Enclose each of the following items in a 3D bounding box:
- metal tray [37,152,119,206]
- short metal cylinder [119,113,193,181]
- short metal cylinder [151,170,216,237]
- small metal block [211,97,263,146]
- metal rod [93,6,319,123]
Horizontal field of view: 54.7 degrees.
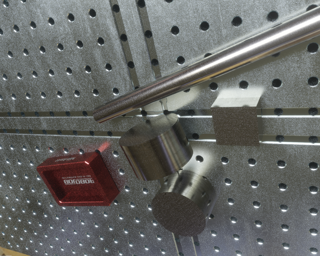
[{"bbox_3d":[-0.144,0.092,0.541,0.130,0.030,0.090,-10,114,32],"label":"metal tray"},{"bbox_3d":[-0.005,0.022,0.392,0.080,0.080,0.050,-12,112,33],"label":"short metal cylinder"},{"bbox_3d":[0.035,0.107,0.443,0.080,0.050,0.079,13,124,21],"label":"short metal cylinder"},{"bbox_3d":[0.090,-0.007,0.359,0.050,0.025,0.050,1,119,28],"label":"small metal block"},{"bbox_3d":[0.030,-0.058,0.359,0.300,0.025,0.025,-19,109,35],"label":"metal rod"}]
